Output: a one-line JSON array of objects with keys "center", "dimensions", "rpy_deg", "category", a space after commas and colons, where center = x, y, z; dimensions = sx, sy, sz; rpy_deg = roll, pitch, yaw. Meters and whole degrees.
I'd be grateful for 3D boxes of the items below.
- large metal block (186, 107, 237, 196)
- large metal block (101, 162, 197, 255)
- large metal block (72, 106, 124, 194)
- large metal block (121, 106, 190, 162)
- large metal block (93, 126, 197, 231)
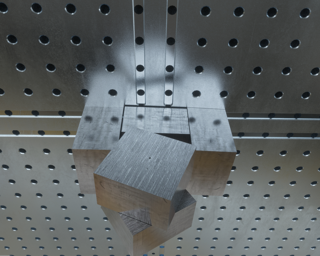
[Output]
[{"center": [0.058, 0.030, 0.402], "dimensions": [0.050, 0.080, 0.079], "rpy_deg": [3, 130, -3], "category": "large metal block"}, {"center": [-0.016, 0.091, 0.365], "dimensions": [0.081, 0.080, 0.050], "rpy_deg": [-21, 136, -27], "category": "large metal block"}, {"center": [-0.074, 0.028, 0.399], "dimensions": [0.050, 0.080, 0.079], "rpy_deg": [1, 130, -2], "category": "large metal block"}, {"center": [-0.007, 0.020, 0.409], "dimensions": [0.081, 0.050, 0.079], "rpy_deg": [2, 130, -2], "category": "large metal block"}, {"center": [-0.014, 0.051, 0.335], "dimensions": [0.080, 0.080, 0.050], "rpy_deg": [17, 131, 15], "category": "large metal block"}]
